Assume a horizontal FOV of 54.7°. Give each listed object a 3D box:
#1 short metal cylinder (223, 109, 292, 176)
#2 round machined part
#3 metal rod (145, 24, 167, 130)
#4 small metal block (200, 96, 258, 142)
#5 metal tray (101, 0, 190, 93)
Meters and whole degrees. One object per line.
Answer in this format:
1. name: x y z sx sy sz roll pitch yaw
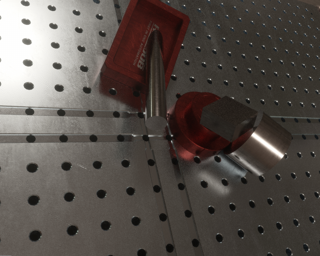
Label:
1. short metal cylinder: 0.135 0.020 0.435 0.050 0.080 0.080 38 51 -5
2. round machined part: 0.065 -0.012 0.442 0.099 0.042 0.098 14 56 -21
3. metal rod: -0.007 -0.119 0.449 0.025 0.025 0.300 16 46 -20
4. small metal block: 0.088 -0.013 0.398 0.050 0.025 0.050 -27 48 -37
5. metal tray: -0.018 -0.120 0.442 0.091 0.030 0.130 23 73 -15
